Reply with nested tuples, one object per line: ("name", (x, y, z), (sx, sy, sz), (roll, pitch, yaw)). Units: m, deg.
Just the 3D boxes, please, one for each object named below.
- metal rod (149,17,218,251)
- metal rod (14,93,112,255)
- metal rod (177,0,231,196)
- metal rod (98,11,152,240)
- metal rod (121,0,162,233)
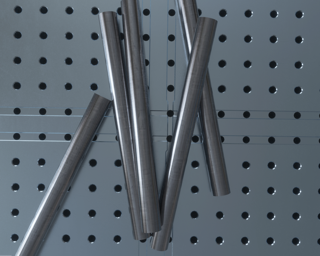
("metal rod", (0.028, 0.012, 0.397), (0.025, 0.025, 0.298), (12, 96, 0))
("metal rod", (-0.142, 0.093, 0.412), (0.025, 0.025, 0.299), (26, 90, 0))
("metal rod", (0.055, -0.059, 0.413), (0.025, 0.025, 0.299), (-10, 90, 0))
("metal rod", (-0.046, -0.003, 0.413), (0.025, 0.025, 0.298), (-9, 90, 0))
("metal rod", (-0.025, -0.020, 0.401), (0.025, 0.025, 0.299), (-6, 85, 0))
